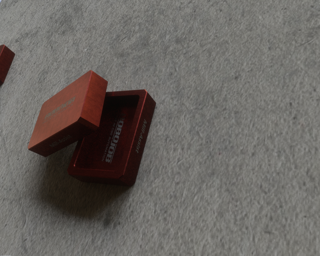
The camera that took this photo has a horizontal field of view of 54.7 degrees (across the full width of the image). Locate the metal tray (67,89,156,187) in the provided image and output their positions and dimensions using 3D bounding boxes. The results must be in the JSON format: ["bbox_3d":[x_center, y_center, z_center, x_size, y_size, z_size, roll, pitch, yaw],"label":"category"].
[{"bbox_3d":[-0.064,0.011,0.426,0.090,0.030,0.130,0,61,27],"label":"metal tray"}]

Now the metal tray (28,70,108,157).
[{"bbox_3d":[-0.136,-0.019,0.454,0.130,0.030,0.090,-24,47,34],"label":"metal tray"}]

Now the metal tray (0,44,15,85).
[{"bbox_3d":[-0.388,-0.126,0.677,0.130,0.030,0.090,-9,58,23],"label":"metal tray"}]
